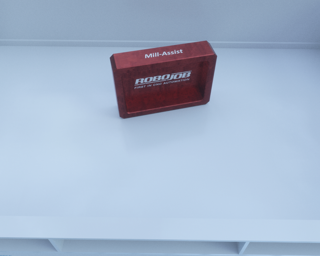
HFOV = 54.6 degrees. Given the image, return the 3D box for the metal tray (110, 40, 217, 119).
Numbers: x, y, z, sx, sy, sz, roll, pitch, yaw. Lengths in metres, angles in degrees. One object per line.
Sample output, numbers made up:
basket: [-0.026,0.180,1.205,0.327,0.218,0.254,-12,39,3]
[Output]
metal tray: [0.005,-0.063,0.415,0.131,0.090,0.030,-11,51,-9]
